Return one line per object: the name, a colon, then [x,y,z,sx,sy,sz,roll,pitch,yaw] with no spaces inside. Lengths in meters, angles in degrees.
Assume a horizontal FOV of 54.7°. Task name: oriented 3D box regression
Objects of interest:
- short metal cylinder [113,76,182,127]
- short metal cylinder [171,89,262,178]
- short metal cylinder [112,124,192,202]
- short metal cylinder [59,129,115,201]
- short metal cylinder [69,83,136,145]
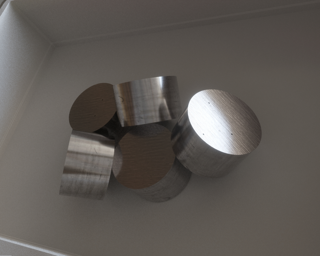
short metal cylinder: [-0.015,-0.033,0.385,0.080,0.080,0.050,-8,94,24]
short metal cylinder: [0.058,0.006,0.327,0.081,0.050,0.080,11,52,-14]
short metal cylinder: [-0.009,0.041,0.366,0.080,0.050,0.080,-13,56,20]
short metal cylinder: [-0.089,0.045,0.377,0.050,0.080,0.080,11,59,-14]
short metal cylinder: [-0.079,-0.016,0.436,0.080,0.050,0.080,-13,56,20]
